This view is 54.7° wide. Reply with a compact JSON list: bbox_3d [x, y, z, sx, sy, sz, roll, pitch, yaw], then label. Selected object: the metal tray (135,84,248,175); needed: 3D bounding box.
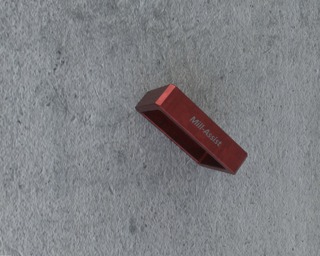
[{"bbox_3d":[0.036,0.003,0.390,0.130,0.090,0.030,41,77,-16],"label":"metal tray"}]
